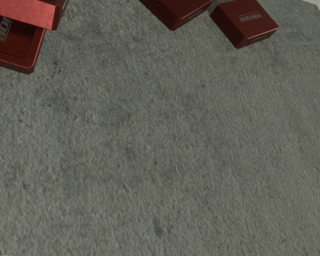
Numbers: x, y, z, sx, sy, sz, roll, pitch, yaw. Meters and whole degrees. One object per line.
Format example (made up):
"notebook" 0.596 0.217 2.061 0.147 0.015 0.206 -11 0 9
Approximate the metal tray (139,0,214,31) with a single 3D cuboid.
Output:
"metal tray" 0.031 -0.238 0.565 0.090 0.030 0.131 44 51 2

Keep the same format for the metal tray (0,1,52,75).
"metal tray" -0.176 -0.138 0.357 0.091 0.030 0.129 16 79 -20

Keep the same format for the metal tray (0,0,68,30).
"metal tray" -0.163 -0.169 0.382 0.091 0.030 0.130 13 34 -18

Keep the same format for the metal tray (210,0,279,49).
"metal tray" 0.174 -0.216 0.629 0.131 0.030 0.090 -27 77 -37
